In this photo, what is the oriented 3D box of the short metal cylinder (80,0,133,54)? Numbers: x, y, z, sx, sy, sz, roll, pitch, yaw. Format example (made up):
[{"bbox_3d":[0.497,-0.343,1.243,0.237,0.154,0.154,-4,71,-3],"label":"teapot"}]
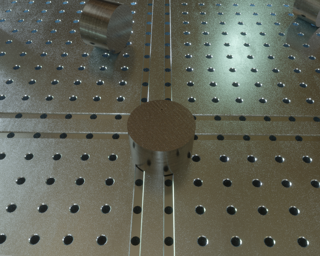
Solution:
[{"bbox_3d":[-0.087,-0.170,0.513,0.050,0.080,0.080,21,53,17],"label":"short metal cylinder"}]

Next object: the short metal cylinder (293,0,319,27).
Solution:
[{"bbox_3d":[0.296,-0.236,0.575,0.081,0.080,0.050,-31,57,-24],"label":"short metal cylinder"}]

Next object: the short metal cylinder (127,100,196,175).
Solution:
[{"bbox_3d":[0.002,0.011,0.382,0.081,0.050,0.080,0,50,0],"label":"short metal cylinder"}]
